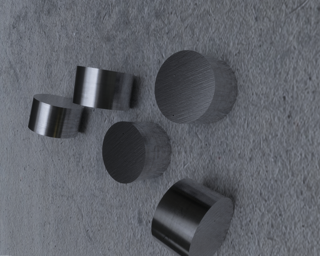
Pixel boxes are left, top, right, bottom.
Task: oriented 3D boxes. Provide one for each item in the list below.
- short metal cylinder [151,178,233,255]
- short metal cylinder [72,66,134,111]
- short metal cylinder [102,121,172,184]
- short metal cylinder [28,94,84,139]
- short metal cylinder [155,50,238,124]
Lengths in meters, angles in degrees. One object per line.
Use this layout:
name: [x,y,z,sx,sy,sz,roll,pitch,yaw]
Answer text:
short metal cylinder: [0.037,0.102,0.339,0.050,0.081,0.079,23,104,38]
short metal cylinder: [-0.079,-0.056,0.435,0.080,0.081,0.050,15,100,39]
short metal cylinder: [-0.032,0.031,0.415,0.080,0.050,0.080,0,90,40]
short metal cylinder: [-0.170,-0.021,0.510,0.080,0.081,0.050,26,107,37]
short metal cylinder: [0.041,-0.044,0.355,0.080,0.050,0.080,0,90,40]
